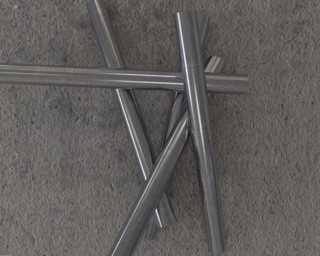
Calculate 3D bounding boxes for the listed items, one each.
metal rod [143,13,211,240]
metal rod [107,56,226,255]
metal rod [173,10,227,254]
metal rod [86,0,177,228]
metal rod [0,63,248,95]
[{"bbox_3d":[0.019,-0.002,0.409,0.025,0.025,0.298,14,90,0],"label":"metal rod"},{"bbox_3d":[0.009,0.039,0.368,0.025,0.025,0.300,28,73,0],"label":"metal rod"},{"bbox_3d":[0.051,0.018,0.368,0.025,0.025,0.298,-10,107,0],"label":"metal rod"},{"bbox_3d":[-0.038,-0.023,0.394,0.025,0.025,0.299,-19,84,0],"label":"metal rod"},{"bbox_3d":[-0.048,-0.059,0.372,0.302,0.025,0.025,3,90,0],"label":"metal rod"}]
